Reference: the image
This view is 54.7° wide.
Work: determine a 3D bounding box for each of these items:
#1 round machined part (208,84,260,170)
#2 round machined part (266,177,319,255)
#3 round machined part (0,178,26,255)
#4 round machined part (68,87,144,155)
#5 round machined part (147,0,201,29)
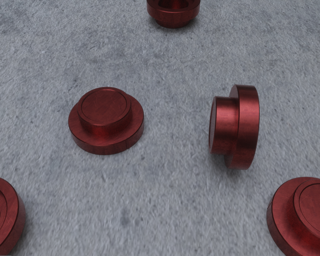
[{"bbox_3d":[0.081,-0.002,0.359,0.042,0.097,0.098,5,50,4],"label":"round machined part"},{"bbox_3d":[0.165,0.092,0.317,0.099,0.042,0.098,0,50,0],"label":"round machined part"},{"bbox_3d":[-0.184,0.099,0.307,0.099,0.042,0.098,0,50,0],"label":"round machined part"},{"bbox_3d":[-0.070,-0.016,0.405,0.099,0.042,0.098,0,50,0],"label":"round machined part"},{"bbox_3d":[0.025,-0.223,0.580,0.099,0.042,0.098,0,50,0],"label":"round machined part"}]
